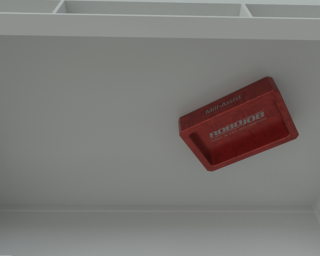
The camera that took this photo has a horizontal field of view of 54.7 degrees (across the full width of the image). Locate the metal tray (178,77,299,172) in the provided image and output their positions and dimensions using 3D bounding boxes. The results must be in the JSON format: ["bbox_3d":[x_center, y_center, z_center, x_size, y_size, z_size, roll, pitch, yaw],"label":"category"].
[{"bbox_3d":[0.102,0.000,0.407,0.130,0.030,0.090,-25,126,19],"label":"metal tray"}]
